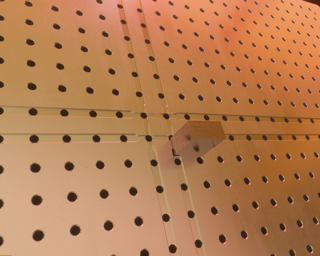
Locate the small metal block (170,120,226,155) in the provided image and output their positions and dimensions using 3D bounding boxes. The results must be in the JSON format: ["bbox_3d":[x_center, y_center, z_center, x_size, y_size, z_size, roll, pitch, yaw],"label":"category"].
[{"bbox_3d":[0.050,0.013,0.410,0.050,0.050,0.025,0,62,-28],"label":"small metal block"}]
